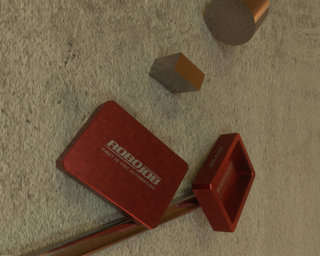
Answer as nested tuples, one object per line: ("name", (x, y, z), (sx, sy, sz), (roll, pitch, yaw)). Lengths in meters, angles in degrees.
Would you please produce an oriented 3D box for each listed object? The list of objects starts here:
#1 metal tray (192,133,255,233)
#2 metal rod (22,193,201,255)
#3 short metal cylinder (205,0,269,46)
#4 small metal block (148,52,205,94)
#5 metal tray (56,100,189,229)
("metal tray", (0.101, 0.079, 0.469), (0.131, 0.030, 0.090), (-50, 121, -45))
("metal rod", (-0.050, 0.123, 0.364), (0.302, 0.025, 0.025), (-9, 96, -40))
("short metal cylinder", (0.116, -0.173, 0.469), (0.050, 0.080, 0.080), (-51, 121, -28))
("small metal block", (0.022, -0.071, 0.409), (0.050, 0.050, 0.025), (34, 69, -35))
("metal tray", (-0.038, 0.043, 0.355), (0.130, 0.030, 0.090), (41, 64, -20))
